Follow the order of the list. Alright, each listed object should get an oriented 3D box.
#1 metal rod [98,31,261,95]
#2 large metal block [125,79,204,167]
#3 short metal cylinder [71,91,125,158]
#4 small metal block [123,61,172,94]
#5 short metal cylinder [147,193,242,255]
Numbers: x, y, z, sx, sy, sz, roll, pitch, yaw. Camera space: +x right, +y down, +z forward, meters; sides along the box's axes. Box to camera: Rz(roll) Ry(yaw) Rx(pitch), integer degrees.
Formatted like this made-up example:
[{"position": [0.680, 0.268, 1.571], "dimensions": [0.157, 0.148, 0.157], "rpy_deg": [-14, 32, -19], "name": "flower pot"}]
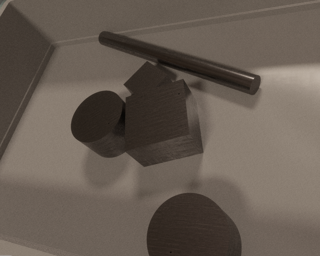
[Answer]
[{"position": [0.008, -0.106, 0.465], "dimensions": [0.300, 0.025, 0.025], "rpy_deg": [27, 76, 36], "name": "metal rod"}, {"position": [0.004, -0.005, 0.389], "dimensions": [0.080, 0.050, 0.080], "rpy_deg": [-16, 56, 19], "name": "large metal block"}, {"position": [-0.075, -0.005, 0.430], "dimensions": [0.080, 0.050, 0.080], "rpy_deg": [-13, 56, 20], "name": "short metal cylinder"}, {"position": [-0.016, -0.063, 0.452], "dimensions": [0.050, 0.025, 0.050], "rpy_deg": [-46, 51, -4], "name": "small metal block"}, {"position": [0.034, 0.110, 0.304], "dimensions": [0.080, 0.050, 0.080], "rpy_deg": [-13, 56, 20], "name": "short metal cylinder"}]
